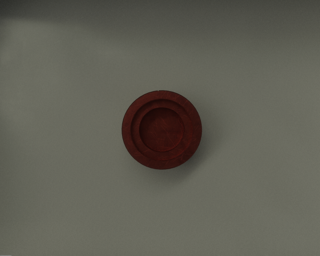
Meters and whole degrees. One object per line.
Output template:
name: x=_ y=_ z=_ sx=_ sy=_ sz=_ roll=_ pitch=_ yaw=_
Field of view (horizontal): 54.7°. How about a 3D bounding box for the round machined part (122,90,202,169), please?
round machined part: x=0.002 y=0.002 z=0.399 sx=0.099 sy=0.042 sz=0.097 roll=0 pitch=90 yaw=-1
